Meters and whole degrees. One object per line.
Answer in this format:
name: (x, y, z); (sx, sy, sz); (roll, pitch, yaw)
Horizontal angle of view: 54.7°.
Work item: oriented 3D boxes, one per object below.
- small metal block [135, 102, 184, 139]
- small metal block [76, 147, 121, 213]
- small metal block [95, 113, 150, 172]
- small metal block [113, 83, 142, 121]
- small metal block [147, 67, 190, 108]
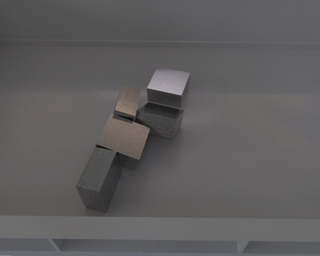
small metal block: (0.000, -0.011, 0.399); (0.050, 0.025, 0.050); (14, 19, 11)
small metal block: (-0.065, 0.057, 0.340); (0.025, 0.050, 0.050); (11, 52, 9)
small metal block: (-0.044, 0.016, 0.364); (0.050, 0.025, 0.050); (22, 47, -5)
small metal block: (-0.047, -0.021, 0.402); (0.025, 0.050, 0.050); (17, 48, -10)
small metal block: (0.013, -0.061, 0.456); (0.050, 0.025, 0.050); (13, 51, 11)
